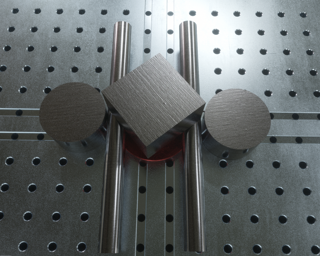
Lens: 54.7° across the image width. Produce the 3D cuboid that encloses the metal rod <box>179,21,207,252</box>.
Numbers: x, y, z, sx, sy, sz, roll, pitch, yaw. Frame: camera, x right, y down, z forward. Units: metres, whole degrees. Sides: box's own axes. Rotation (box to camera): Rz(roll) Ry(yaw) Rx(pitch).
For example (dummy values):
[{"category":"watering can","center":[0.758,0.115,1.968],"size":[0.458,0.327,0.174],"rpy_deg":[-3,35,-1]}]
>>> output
[{"category":"metal rod","center":[0.039,-0.005,0.391],"size":[0.025,0.025,0.299],"rpy_deg":[0,70,0]}]

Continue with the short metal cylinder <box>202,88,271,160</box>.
[{"category":"short metal cylinder","center":[0.094,-0.004,0.400],"size":[0.081,0.050,0.080],"rpy_deg":[0,70,0]}]

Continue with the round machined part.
[{"category":"round machined part","center":[-0.007,-0.004,0.405],"size":[0.099,0.042,0.098],"rpy_deg":[0,70,0]}]

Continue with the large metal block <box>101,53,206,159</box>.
[{"category":"large metal block","center":[-0.007,-0.025,0.357],"size":[0.080,0.050,0.080],"rpy_deg":[-36,74,-12]}]

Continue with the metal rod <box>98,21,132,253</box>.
[{"category":"metal rod","center":[-0.054,-0.004,0.390],"size":[0.025,0.025,0.299],"rpy_deg":[1,70,0]}]

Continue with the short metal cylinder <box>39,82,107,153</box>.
[{"category":"short metal cylinder","center":[-0.107,-0.012,0.402],"size":[0.081,0.050,0.080],"rpy_deg":[0,70,0]}]
